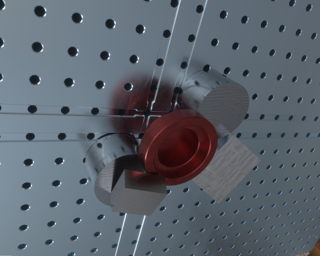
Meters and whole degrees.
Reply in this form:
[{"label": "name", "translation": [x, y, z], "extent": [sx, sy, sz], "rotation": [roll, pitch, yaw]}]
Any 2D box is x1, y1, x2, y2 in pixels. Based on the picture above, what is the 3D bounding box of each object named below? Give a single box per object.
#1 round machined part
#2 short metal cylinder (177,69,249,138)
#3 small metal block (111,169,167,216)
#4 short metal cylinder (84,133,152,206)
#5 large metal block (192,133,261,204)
[{"label": "round machined part", "translation": [0.019, 0.020, 0.385], "extent": [0.099, 0.042, 0.097], "rotation": [-14, 124, -21]}, {"label": "short metal cylinder", "translation": [0.070, -0.032, 0.413], "extent": [0.081, 0.050, 0.079], "rotation": [-14, 124, -21]}, {"label": "small metal block", "translation": [-0.026, 0.077, 0.364], "extent": [0.050, 0.025, 0.050], "rotation": [13, 132, -21]}, {"label": "short metal cylinder", "translation": [-0.051, 0.054, 0.400], "extent": [0.081, 0.050, 0.079], "rotation": [-14, 124, -21]}, {"label": "large metal block", "translation": [0.086, 0.050, 0.445], "extent": [0.050, 0.080, 0.080], "rotation": [43, 95, -5]}]
